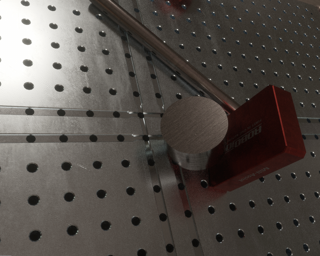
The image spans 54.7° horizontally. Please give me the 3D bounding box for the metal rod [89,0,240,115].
[{"bbox_3d":[0.015,-0.111,0.485,0.300,0.025,0.025,39,51,-2],"label":"metal rod"}]

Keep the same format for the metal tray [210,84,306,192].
[{"bbox_3d":[0.112,0.017,0.392,0.030,0.129,0.090,17,55,-24],"label":"metal tray"}]

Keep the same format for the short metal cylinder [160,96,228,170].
[{"bbox_3d":[0.044,0.007,0.390,0.080,0.050,0.080,-4,59,8],"label":"short metal cylinder"}]
